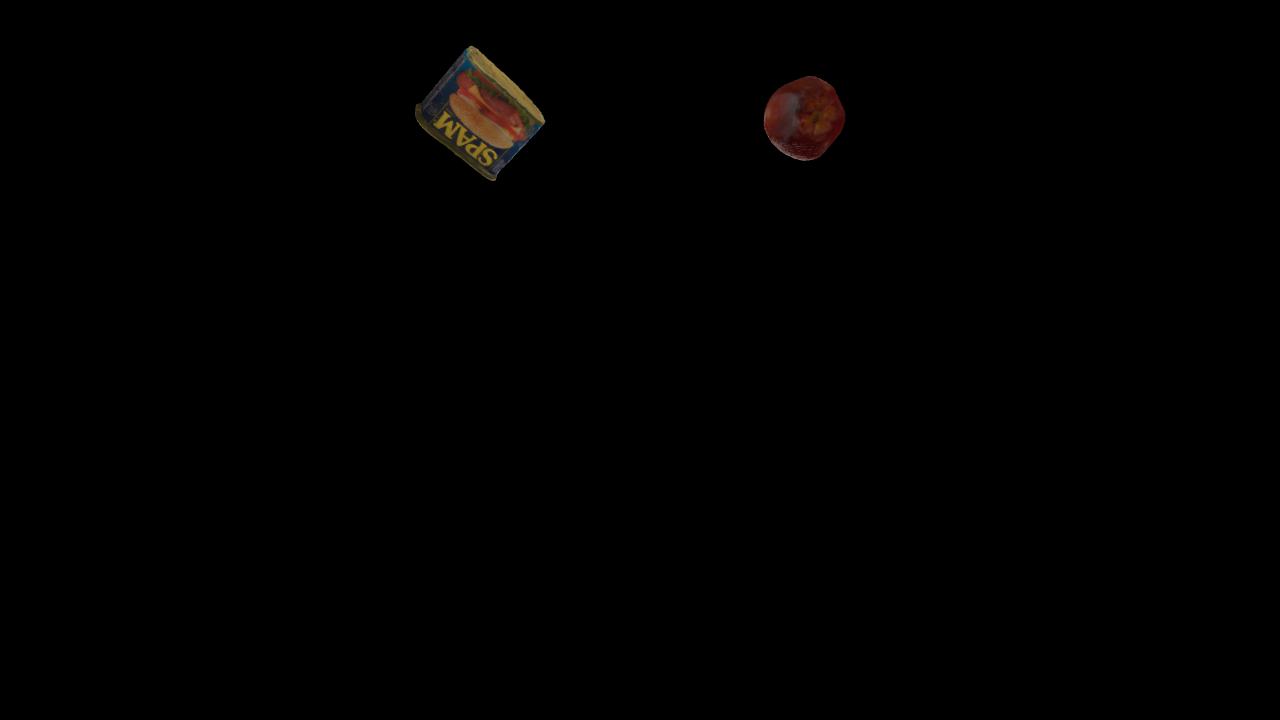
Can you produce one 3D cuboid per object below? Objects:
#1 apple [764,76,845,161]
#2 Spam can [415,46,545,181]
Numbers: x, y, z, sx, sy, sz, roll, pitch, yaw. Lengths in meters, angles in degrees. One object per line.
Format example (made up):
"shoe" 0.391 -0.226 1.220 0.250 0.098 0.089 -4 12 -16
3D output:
"apple" 0.164 -0.240 0.615 0.079 0.079 0.093 0 19 -6
"Spam can" -0.161 -0.251 0.630 0.085 0.058 0.101 -39 -47 19
